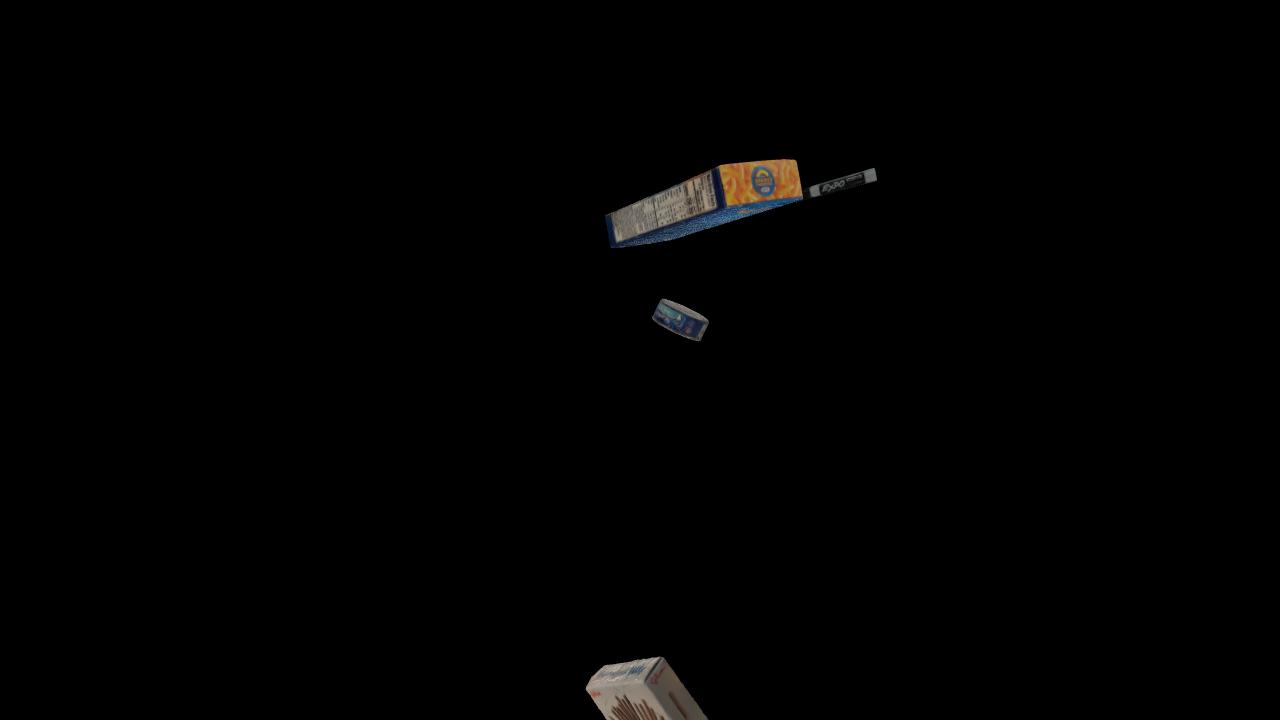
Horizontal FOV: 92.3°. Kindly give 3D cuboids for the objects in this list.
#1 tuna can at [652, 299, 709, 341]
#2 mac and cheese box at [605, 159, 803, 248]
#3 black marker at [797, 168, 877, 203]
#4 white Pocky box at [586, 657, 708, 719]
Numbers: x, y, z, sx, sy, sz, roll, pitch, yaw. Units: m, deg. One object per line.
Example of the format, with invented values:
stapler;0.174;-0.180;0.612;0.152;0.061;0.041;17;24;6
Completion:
tuna can;0.063;-0.062;0.942;0.084;0.034;0.084;24;13;-6
mac and cheese box;0.052;-0.144;0.582;0.093;0.041;0.184;-14;6;-33
black marker;0.283;-0.255;0.903;0.121;0.020;0.020;-11;-4;24
white Pocky box;0.031;0.297;0.462;0.084;0.154;0.028;-37;-2;44
